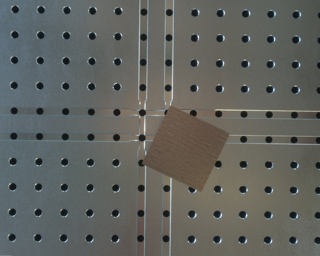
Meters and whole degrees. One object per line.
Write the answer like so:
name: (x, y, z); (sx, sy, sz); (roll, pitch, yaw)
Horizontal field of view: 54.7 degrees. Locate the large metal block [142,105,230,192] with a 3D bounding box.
large metal block: (0.031, 0.025, 0.401); (0.080, 0.050, 0.080); (26, 90, -1)
